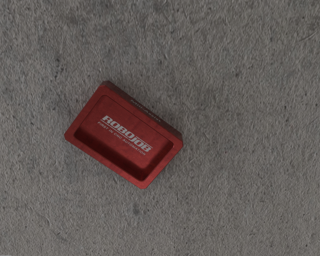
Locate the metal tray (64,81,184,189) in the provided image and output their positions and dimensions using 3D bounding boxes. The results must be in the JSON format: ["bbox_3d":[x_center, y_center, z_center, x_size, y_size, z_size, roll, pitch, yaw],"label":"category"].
[{"bbox_3d":[-0.046,0.011,0.410,0.130,0.030,0.090,36,106,-13],"label":"metal tray"}]
